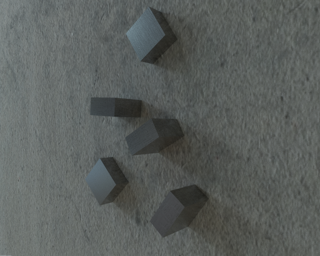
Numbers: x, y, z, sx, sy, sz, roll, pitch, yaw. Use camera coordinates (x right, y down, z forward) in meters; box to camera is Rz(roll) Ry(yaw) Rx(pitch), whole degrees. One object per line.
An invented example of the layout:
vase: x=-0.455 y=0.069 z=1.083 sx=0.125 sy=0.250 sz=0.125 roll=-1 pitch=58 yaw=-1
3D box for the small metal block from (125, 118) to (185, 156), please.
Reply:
small metal block: x=-0.006 y=0.011 z=0.392 sx=0.050 sy=0.050 sz=0.025 roll=-35 pitch=69 yaw=34

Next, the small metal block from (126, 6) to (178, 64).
small metal block: x=-0.012 y=-0.122 z=0.413 sx=0.050 sy=0.025 sz=0.050 roll=-40 pitch=66 yaw=32

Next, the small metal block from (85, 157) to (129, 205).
small metal block: x=-0.081 y=0.080 z=0.470 sx=0.050 sy=0.025 sz=0.050 roll=-52 pitch=60 yaw=27

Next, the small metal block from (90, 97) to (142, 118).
small metal block: x=-0.062 y=-0.029 z=0.438 sx=0.050 sy=0.050 sz=0.025 roll=5 pitch=94 yaw=39

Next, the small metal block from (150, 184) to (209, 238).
small metal block: x=0.023 y=0.097 z=0.368 sx=0.025 sy=0.050 sz=0.050 roll=44 pitch=116 yaw=31
